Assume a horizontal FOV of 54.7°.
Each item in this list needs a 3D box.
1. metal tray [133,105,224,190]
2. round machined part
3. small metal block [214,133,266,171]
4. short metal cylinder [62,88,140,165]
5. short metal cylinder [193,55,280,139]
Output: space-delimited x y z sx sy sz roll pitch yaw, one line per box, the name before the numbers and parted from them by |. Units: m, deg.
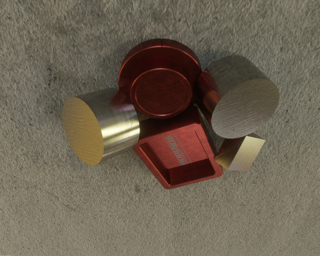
metal tray | 0.026 0.032 0.418 0.090 0.030 0.130 -17 138 14
round machined part | 0.001 -0.049 0.357 0.099 0.042 0.097 0 130 0
small metal block | 0.106 0.029 0.411 0.050 0.025 0.050 11 110 -44
short metal cylinder | -0.070 -0.003 0.361 0.050 0.080 0.079 -23 146 -41
short metal cylinder | 0.085 -0.034 0.350 0.081 0.050 0.079 -12 134 -13
